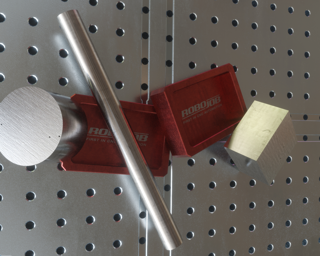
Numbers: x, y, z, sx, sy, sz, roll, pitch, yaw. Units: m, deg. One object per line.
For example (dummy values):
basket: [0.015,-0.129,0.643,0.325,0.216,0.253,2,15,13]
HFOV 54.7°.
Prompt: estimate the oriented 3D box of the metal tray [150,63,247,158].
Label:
metal tray: [0.058,-0.026,0.411,0.131,0.030,0.090,-25,99,-35]

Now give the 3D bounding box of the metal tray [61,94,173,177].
metal tray: [-0.052,0.011,0.390,0.131,0.030,0.089,7,88,-20]

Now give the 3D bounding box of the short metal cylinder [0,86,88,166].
short metal cylinder: [-0.126,-0.001,0.333,0.080,0.050,0.080,-1,86,15]

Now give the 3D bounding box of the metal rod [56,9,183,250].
metal rod: [-0.043,0.010,0.365,0.025,0.025,0.299,-27,99,-18]

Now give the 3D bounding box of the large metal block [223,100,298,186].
large metal block: [0.143,0.022,0.433,0.080,0.050,0.080,-53,137,-12]
